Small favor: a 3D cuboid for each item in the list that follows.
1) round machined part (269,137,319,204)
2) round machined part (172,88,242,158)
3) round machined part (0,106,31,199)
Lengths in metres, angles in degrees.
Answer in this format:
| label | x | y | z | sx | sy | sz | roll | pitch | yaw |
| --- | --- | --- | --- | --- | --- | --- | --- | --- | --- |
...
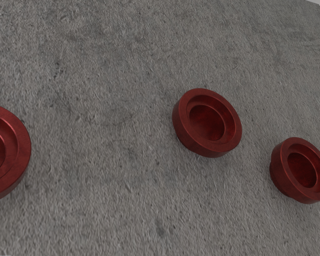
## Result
| label | x | y | z | sx | sy | sz | roll | pitch | yaw |
| --- | --- | --- | --- | --- | --- | --- | --- | --- | --- |
| round machined part | 0.204 | 0.066 | 0.462 | 0.099 | 0.042 | 0.098 | 14 | 56 | -21 |
| round machined part | 0.060 | -0.003 | 0.427 | 0.099 | 0.042 | 0.098 | 14 | 56 | -21 |
| round machined part | -0.173 | 0.026 | 0.284 | 0.099 | 0.042 | 0.098 | 14 | 56 | -21 |
